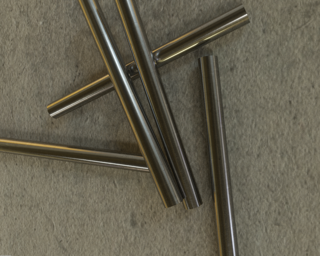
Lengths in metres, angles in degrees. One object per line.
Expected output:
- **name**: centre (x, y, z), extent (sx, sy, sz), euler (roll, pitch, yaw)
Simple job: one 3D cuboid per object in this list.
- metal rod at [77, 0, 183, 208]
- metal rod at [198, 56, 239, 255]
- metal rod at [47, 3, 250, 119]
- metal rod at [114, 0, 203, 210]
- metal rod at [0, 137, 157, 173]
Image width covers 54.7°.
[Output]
- **metal rod**: centre (-0.042, -0.043, 0.395), extent (0.025, 0.025, 0.299), euler (-25, 83, 18)
- **metal rod**: centre (0.074, 0.061, 0.382), extent (0.025, 0.025, 0.298), euler (-6, 88, 19)
- **metal rod**: centre (-0.028, -0.082, 0.417), extent (0.300, 0.025, 0.025), euler (-23, 83, 18)
- **metal rod**: centre (-0.005, -0.043, 0.389), extent (0.025, 0.025, 0.298), euler (-18, 92, 19)
- **metal rod**: centre (-0.144, 0.036, 0.458), extent (0.301, 0.025, 0.025), euler (5, 92, 19)
